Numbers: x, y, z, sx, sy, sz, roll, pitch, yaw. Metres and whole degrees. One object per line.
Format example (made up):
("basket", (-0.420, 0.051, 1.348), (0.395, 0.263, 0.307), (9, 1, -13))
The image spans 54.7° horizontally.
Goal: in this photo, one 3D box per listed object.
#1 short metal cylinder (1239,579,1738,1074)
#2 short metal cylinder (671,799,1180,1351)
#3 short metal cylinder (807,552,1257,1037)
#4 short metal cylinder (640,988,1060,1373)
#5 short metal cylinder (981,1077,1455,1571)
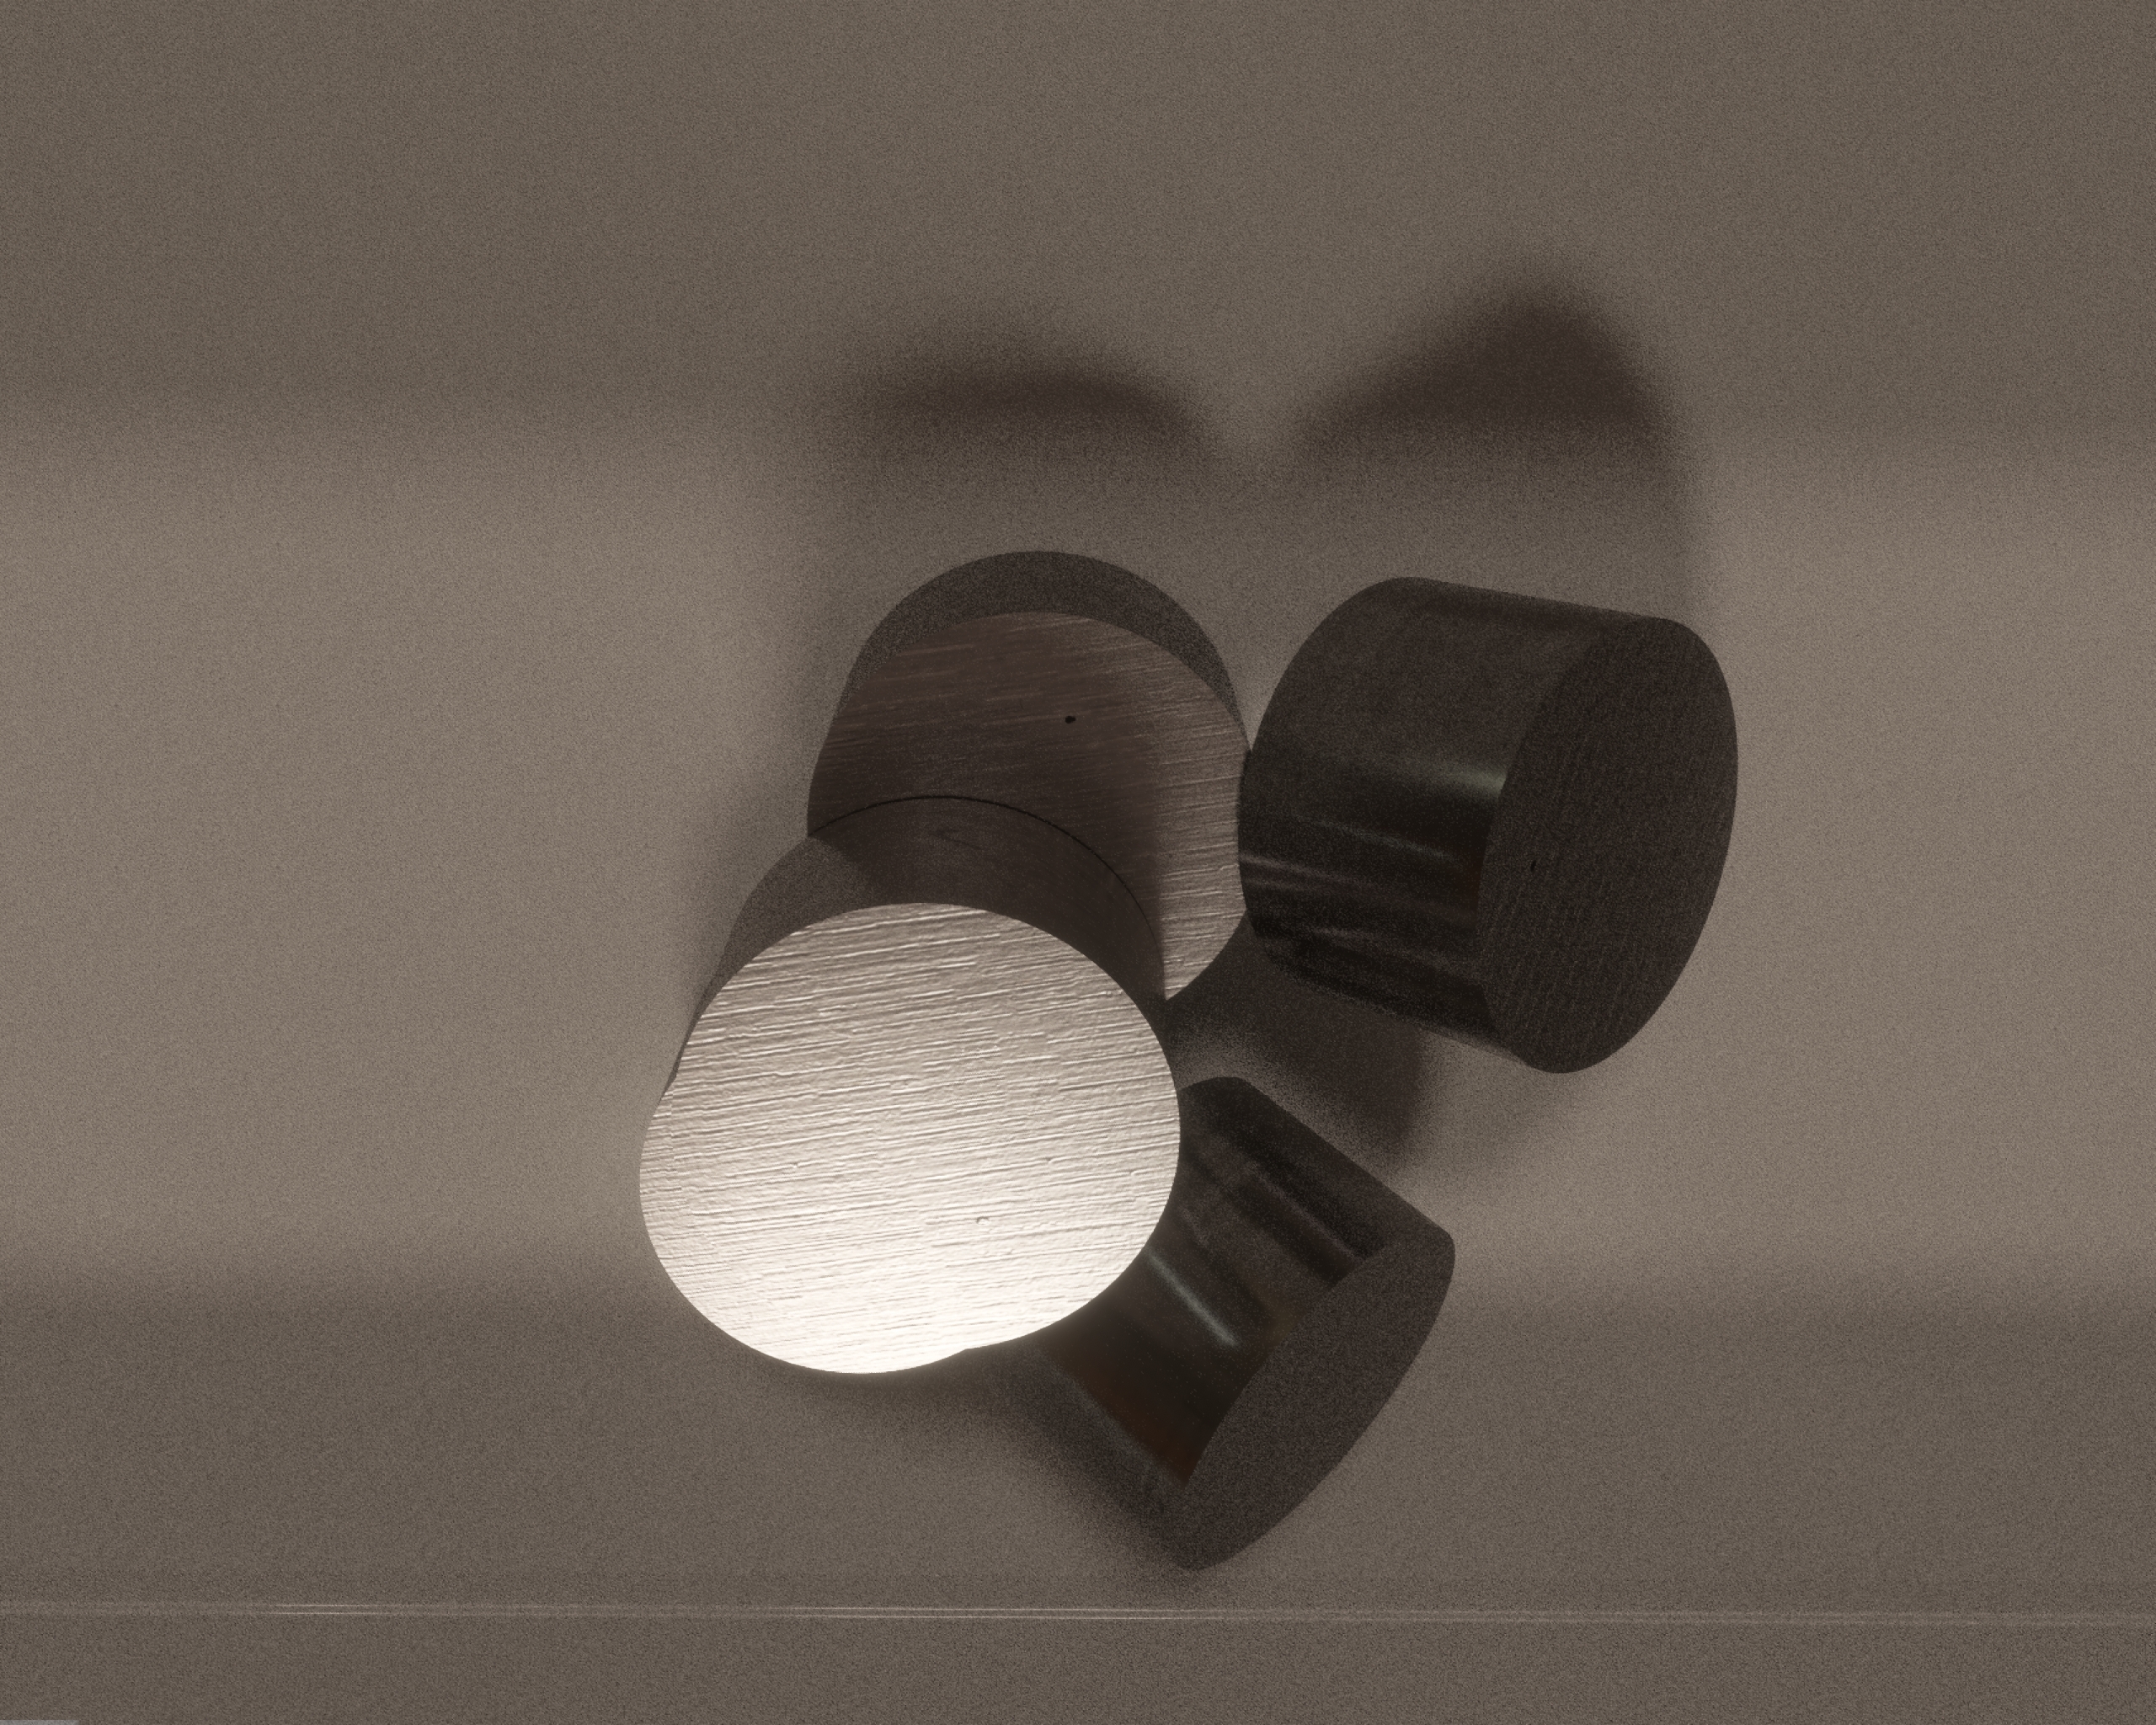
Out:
("short metal cylinder", (0.074, -0.008, 0.372), (0.081, 0.050, 0.079), (-18, 115, -42))
("short metal cylinder", (-0.024, 0.035, 0.354), (0.081, 0.050, 0.079), (0, 110, -1))
("short metal cylinder", (-0.007, -0.014, 0.391), (0.081, 0.050, 0.079), (0, 110, -1))
("short metal cylinder", (-0.042, 0.054, 0.416), (0.081, 0.050, 0.079), (0, 110, -1))
("short metal cylinder", (0.028, 0.089, 0.406), (0.050, 0.081, 0.079), (36, 111, 30))
